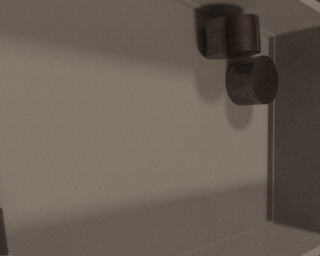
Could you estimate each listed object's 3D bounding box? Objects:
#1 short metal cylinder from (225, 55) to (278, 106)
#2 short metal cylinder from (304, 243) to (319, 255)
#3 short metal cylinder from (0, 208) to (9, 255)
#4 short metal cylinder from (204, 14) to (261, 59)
[{"bbox_3d":[0.156,-0.079,0.524,0.081,0.050,0.079,0,90,-40],"label":"short metal cylinder"},{"bbox_3d":[0.356,0.300,0.678,0.050,0.080,0.080,-48,119,-29],"label":"short metal cylinder"},{"bbox_3d":[-0.162,0.097,0.236,0.081,0.080,0.050,-9,96,-40],"label":"short metal cylinder"},{"bbox_3d":[0.108,-0.134,0.464,0.081,0.080,0.050,-9,96,-40],"label":"short metal cylinder"}]
